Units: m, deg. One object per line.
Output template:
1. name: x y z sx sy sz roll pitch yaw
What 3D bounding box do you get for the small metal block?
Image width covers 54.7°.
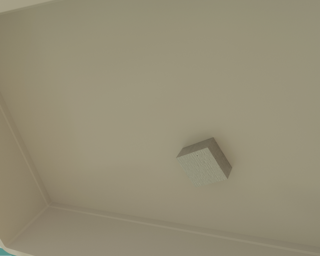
1. small metal block: 0.058 0.046 0.406 0.050 0.025 0.050 -24 106 36
